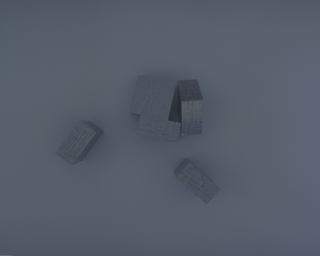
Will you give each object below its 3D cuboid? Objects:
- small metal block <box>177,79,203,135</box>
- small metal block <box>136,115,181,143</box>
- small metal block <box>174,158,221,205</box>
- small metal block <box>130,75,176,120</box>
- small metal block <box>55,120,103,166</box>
[{"bbox_3d":[0.037,-0.026,0.389,0.025,0.050,0.050,-4,127,-1],"label":"small metal block"},{"bbox_3d":[-0.001,0.001,0.399,0.050,0.050,0.025,12,91,0],"label":"small metal block"},{"bbox_3d":[0.046,0.067,0.400,0.050,0.050,0.025,41,90,-1],"label":"small metal block"},{"bbox_3d":[-0.009,-0.039,0.411,0.050,0.025,0.050,12,90,-1],"label":"small metal block"},{"bbox_3d":[-0.102,0.018,0.398,0.025,0.050,0.050,36,90,-1],"label":"small metal block"}]
